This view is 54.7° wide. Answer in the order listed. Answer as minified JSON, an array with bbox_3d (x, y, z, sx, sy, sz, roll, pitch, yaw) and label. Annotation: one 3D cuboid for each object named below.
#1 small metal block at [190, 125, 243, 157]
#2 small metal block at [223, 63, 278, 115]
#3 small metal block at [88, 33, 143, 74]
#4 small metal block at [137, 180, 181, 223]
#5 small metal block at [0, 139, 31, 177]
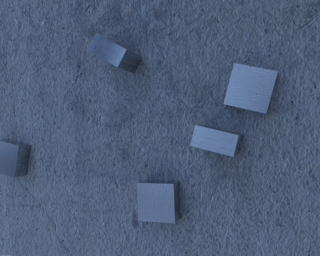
[{"bbox_3d":[0.069,0.014,0.371,0.050,0.050,0.025,14,95,19],"label":"small metal block"},{"bbox_3d":[0.109,-0.046,0.371,0.050,0.025,0.050,15,95,19],"label":"small metal block"},{"bbox_3d":[-0.059,-0.099,0.416,0.050,0.050,0.025,32,101,17],"label":"small metal block"},{"bbox_3d":[-0.001,0.096,0.409,0.050,0.025,0.050,-2,89,20],"label":"small metal block"},{"bbox_3d":[-0.238,0.047,0.493,0.050,0.025,0.050,11,94,19],"label":"small metal block"}]
